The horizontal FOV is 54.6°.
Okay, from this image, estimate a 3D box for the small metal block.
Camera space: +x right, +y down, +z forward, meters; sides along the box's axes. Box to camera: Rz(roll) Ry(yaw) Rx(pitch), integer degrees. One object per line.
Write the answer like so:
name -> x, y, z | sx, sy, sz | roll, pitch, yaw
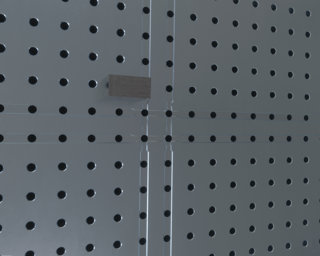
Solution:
small metal block -> -0.043, -0.048, 0.383 | 0.050, 0.050, 0.025 | 1, 90, -20
